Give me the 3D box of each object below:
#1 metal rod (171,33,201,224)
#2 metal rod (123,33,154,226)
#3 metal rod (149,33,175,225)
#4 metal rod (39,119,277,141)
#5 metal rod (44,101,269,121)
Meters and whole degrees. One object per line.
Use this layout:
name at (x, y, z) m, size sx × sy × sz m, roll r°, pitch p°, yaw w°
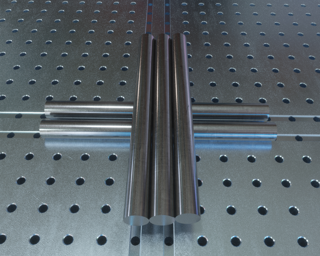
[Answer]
metal rod at (0.028, -0.026, 0.398) m, size 0.025 × 0.025 × 0.300 m, roll 1°, pitch 50°, yaw 0°
metal rod at (-0.022, -0.025, 0.396) m, size 0.025 × 0.025 × 0.300 m, roll 1°, pitch 50°, yaw 0°
metal rod at (0.003, -0.025, 0.397) m, size 0.025 × 0.025 × 0.300 m, roll 1°, pitch 50°, yaw 0°
metal rod at (-0.002, 0.003, 0.405) m, size 0.302 × 0.025 × 0.025 m, roll 1°, pitch 50°, yaw 0°
metal rod at (-0.004, -0.024, 0.428) m, size 0.302 × 0.025 × 0.025 m, roll 1°, pitch 50°, yaw 0°
